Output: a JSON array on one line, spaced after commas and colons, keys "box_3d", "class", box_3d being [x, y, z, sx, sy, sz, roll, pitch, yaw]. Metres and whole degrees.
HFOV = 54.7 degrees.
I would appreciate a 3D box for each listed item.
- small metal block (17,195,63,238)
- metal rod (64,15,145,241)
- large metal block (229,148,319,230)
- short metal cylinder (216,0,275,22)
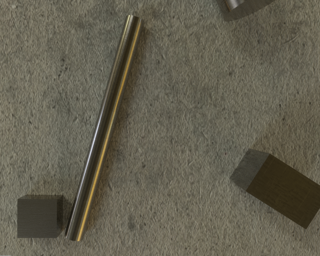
[{"box_3d": [-0.157, 0.116, 0.408, 0.050, 0.025, 0.050, 0, 90, -1], "class": "small metal block"}, {"box_3d": [-0.073, 0.000, 0.409, 0.025, 0.025, 0.298, 16, 90, -1], "class": "metal rod"}, {"box_3d": [0.142, 0.070, 0.384, 0.080, 0.080, 0.050, 33, 90, -1], "class": "large metal block"}, {"box_3d": [0.108, -0.175, 0.384, 0.080, 0.080, 0.050, -23, 90, 0], "class": "short metal cylinder"}]
